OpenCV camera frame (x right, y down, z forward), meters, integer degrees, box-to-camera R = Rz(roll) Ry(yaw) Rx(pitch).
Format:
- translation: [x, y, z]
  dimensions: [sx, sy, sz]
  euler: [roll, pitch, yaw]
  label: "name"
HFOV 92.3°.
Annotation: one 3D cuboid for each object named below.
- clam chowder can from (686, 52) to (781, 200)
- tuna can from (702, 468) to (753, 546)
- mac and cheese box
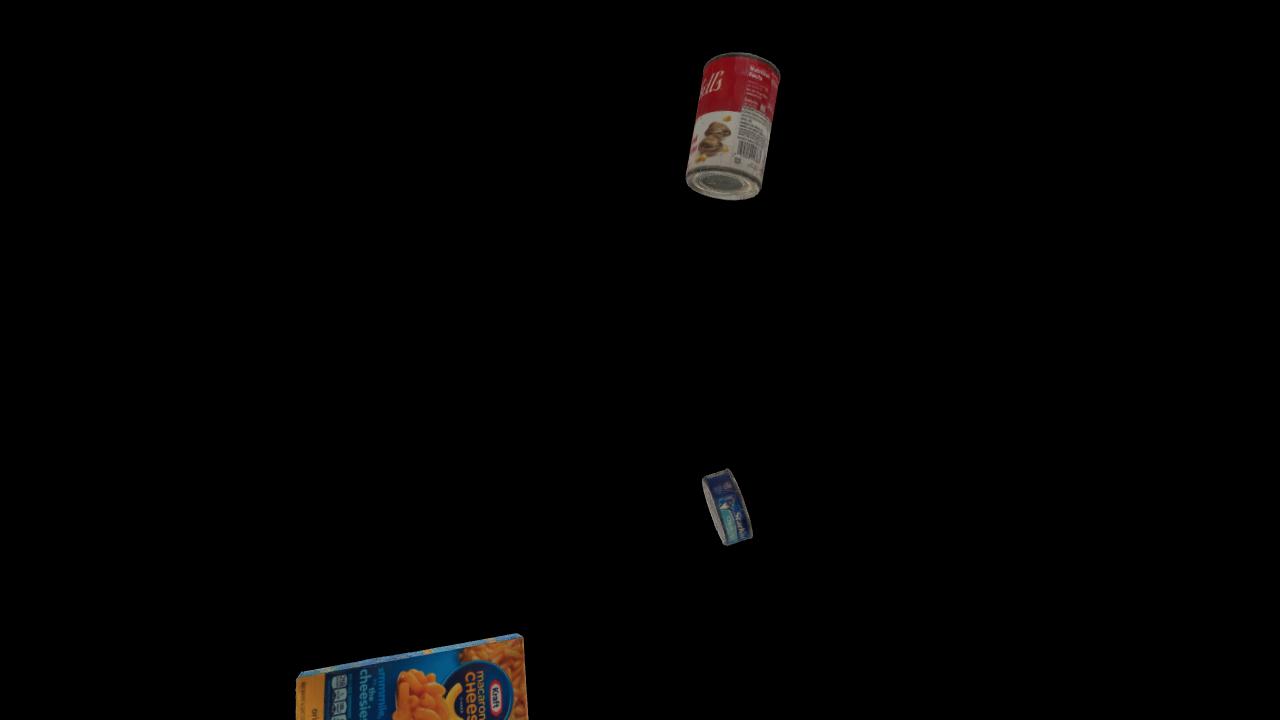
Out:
- translation: [0.080, -0.198, 0.531]
  dimensions: [0.068, 0.102, 0.068]
  euler: [9, -4, 1]
  label: "clam chowder can"
- translation: [0.100, 0.171, 0.716]
  dimensions: [0.034, 0.084, 0.084]
  euler: [-17, 1, -4]
  label: "tuna can"
- translation: [-0.191, 0.301, 0.529]
  dimensions: [0.184, 0.093, 0.041]
  euler: [-2, -17, -22]
  label: "mac and cheese box"
